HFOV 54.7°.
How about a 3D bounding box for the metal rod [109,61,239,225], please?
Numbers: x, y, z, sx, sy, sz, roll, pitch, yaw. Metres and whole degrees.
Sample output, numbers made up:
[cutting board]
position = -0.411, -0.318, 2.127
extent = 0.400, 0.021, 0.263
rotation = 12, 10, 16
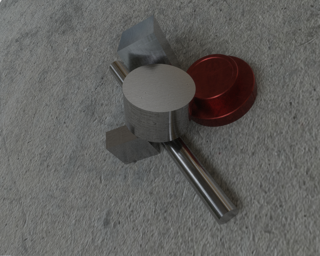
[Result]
[metal rod]
position = 0.000, -0.004, 0.407
extent = 0.025, 0.025, 0.300
rotation = -38, 51, 2

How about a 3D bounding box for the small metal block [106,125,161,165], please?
[small metal block]
position = -0.034, 0.020, 0.394
extent = 0.050, 0.050, 0.025
rotation = -19, 54, 16

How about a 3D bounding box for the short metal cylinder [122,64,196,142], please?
[short metal cylinder]
position = -0.002, -0.030, 0.360
extent = 0.081, 0.050, 0.080
rotation = 2, 49, -2

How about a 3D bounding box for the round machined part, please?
[round machined part]
position = 0.069, -0.054, 0.390
extent = 0.098, 0.042, 0.098
rotation = -13, 56, 20

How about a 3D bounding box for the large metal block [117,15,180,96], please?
[large metal block]
position = -0.011, -0.095, 0.419
extent = 0.050, 0.080, 0.080
rotation = -25, 31, 15
